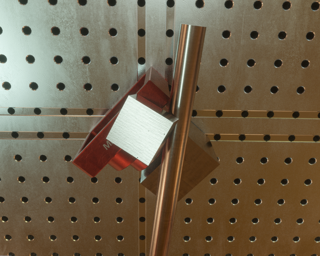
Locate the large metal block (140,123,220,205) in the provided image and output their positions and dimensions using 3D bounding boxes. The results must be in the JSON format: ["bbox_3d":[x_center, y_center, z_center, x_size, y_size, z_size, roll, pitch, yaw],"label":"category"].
[{"bbox_3d":[0.023,0.039,0.396,0.050,0.080,0.080,41,105,-14],"label":"large metal block"}]

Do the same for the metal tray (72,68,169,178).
[{"bbox_3d":[-0.045,-0.010,0.374,0.030,0.090,0.130,42,105,-14],"label":"metal tray"}]

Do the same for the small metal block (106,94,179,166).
[{"bbox_3d":[-0.017,0.001,0.309,0.050,0.025,0.050,32,106,8],"label":"small metal block"}]

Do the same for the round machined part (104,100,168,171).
[{"bbox_3d":[-0.022,0.014,0.384,0.042,0.098,0.098,41,105,-14],"label":"round machined part"}]

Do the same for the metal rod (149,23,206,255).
[{"bbox_3d":[0.013,0.041,0.343,0.025,0.025,0.298,6,110,-3],"label":"metal rod"}]
